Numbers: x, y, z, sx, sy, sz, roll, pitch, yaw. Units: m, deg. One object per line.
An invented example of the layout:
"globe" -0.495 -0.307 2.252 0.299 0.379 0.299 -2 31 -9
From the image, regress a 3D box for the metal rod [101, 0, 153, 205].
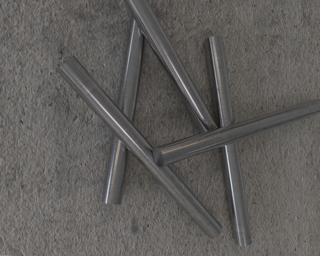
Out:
"metal rod" -0.038 -0.055 0.394 0.025 0.025 0.298 10 87 -20

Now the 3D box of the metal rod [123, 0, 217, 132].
"metal rod" -0.001 -0.107 0.385 0.025 0.025 0.299 -38 111 -16

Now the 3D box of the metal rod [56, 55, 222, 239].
"metal rod" -0.012 0.038 0.383 0.025 0.025 0.300 -45 112 -14

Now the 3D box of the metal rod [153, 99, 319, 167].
"metal rod" 0.126 -0.001 0.431 0.302 0.025 0.025 -15 95 -28

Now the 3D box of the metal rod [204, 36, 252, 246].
"metal rod" 0.098 0.020 0.445 0.025 0.025 0.298 -10 94 -20
